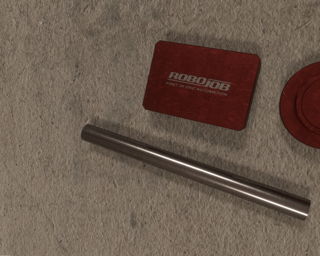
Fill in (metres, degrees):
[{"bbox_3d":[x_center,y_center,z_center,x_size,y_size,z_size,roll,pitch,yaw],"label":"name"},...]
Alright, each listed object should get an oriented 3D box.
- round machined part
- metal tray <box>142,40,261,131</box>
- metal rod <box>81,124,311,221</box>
[{"bbox_3d":[0.182,-0.025,0.336,0.098,0.042,0.097,0,90,19],"label":"round machined part"},{"bbox_3d":[0.050,-0.054,0.388,0.130,0.030,0.089,14,95,19],"label":"metal tray"},{"bbox_3d":[0.030,0.050,0.397,0.301,0.025,0.025,18,96,18],"label":"metal rod"}]
